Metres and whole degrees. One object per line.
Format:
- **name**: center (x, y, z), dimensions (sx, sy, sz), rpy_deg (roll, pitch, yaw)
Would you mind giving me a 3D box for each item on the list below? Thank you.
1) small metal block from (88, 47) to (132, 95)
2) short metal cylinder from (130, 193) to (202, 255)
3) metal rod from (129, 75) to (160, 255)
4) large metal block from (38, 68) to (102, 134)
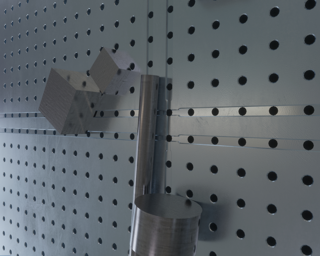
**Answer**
- **small metal block**: center (-0.077, -0.086, 0.474), dimensions (0.050, 0.025, 0.050), rpy_deg (-50, 61, 28)
- **short metal cylinder**: center (0.007, 0.115, 0.368), dimensions (0.080, 0.081, 0.050), rpy_deg (12, 98, 39)
- **metal rod**: center (-0.023, 0.078, 0.428), dimensions (0.025, 0.025, 0.298), rpy_deg (7, 94, 40)
- **large metal block**: center (-0.152, -0.045, 0.519), dimensions (0.080, 0.050, 0.079), rpy_deg (39, 114, 33)
